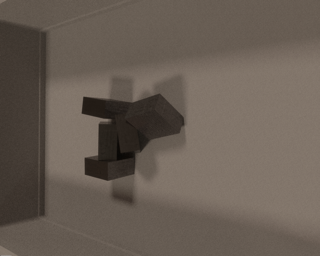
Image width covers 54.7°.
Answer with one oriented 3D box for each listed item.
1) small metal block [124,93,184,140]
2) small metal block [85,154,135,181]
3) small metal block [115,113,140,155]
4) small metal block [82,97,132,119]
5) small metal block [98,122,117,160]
[{"bbox_3d":[-0.007,-0.013,0.391,0.050,0.050,0.025,-14,47,39],"label":"small metal block"},{"bbox_3d":[-0.072,0.055,0.447,0.050,0.050,0.025,5,97,39],"label":"small metal block"},{"bbox_3d":[-0.043,0.009,0.422,0.025,0.050,0.050,-9,82,-5],"label":"small metal block"},{"bbox_3d":[-0.077,-0.029,0.452,0.050,0.050,0.025,12,98,39],"label":"small metal block"},{"bbox_3d":[-0.075,0.017,0.447,0.050,0.025,0.050,-149,61,-80],"label":"small metal block"}]
